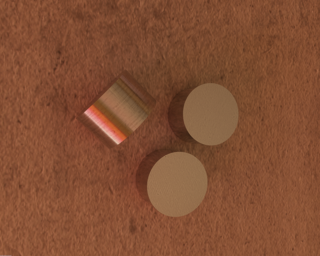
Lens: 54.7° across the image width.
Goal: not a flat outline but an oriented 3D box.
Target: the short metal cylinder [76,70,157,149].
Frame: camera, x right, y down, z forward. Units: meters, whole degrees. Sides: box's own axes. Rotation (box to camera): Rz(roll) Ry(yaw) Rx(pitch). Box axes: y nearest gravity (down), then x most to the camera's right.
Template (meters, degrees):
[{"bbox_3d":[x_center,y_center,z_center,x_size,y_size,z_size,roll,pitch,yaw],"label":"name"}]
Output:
[{"bbox_3d":[-0.051,-0.022,0.362,0.050,0.080,0.080,46,76,-15],"label":"short metal cylinder"}]

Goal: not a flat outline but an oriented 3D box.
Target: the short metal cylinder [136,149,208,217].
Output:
[{"bbox_3d":[0.014,0.069,0.402,0.081,0.050,0.079,0,90,-21],"label":"short metal cylinder"}]

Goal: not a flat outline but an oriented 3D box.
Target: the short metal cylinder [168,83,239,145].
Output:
[{"bbox_3d":[0.057,-0.018,0.418,0.081,0.050,0.079,0,90,-21],"label":"short metal cylinder"}]
